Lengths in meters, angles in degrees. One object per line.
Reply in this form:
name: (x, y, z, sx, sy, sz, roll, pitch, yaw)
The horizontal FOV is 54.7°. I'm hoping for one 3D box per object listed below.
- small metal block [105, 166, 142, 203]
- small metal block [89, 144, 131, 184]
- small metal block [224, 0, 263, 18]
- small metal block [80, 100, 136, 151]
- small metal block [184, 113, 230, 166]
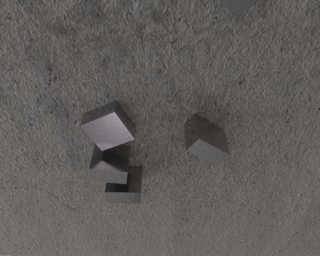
small metal block: (-0.053, 0.084, 0.461, 0.050, 0.050, 0.025, 1, 130, -2)
small metal block: (-0.069, 0.049, 0.432, 0.050, 0.050, 0.025, 6, 130, -5)
small metal block: (0.078, -0.141, 0.288, 0.050, 0.025, 0.050, -29, 125, 22)
small metal block: (-0.066, -0.002, 0.405, 0.050, 0.025, 0.050, -20, 128, 16)
small metal block: (0.060, 0.015, 0.404, 0.050, 0.050, 0.025, 28, 125, -22)
